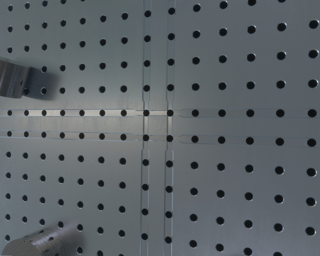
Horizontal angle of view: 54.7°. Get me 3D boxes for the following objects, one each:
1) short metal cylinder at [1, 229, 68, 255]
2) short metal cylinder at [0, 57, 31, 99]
[{"bbox_3d":[-0.189,0.199,0.466,0.080,0.050,0.079,0,90,20],"label":"short metal cylinder"},{"bbox_3d":[-0.245,-0.081,0.470,0.080,0.080,0.050,21,97,18],"label":"short metal cylinder"}]
